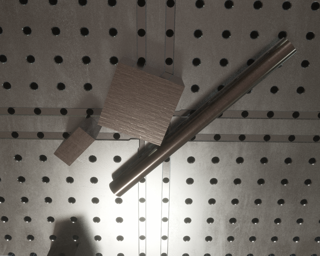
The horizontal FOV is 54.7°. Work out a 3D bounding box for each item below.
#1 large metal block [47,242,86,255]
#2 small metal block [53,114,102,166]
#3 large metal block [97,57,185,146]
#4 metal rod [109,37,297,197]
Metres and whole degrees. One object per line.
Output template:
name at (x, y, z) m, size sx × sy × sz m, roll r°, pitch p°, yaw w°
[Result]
large metal block at (-0.140, 0.237, 0.469) m, size 0.050 × 0.080 × 0.080 m, roll -15°, pitch 110°, yaw 5°
small metal block at (-0.106, 0.015, 0.404) m, size 0.025 × 0.050 × 0.050 m, roll 43°, pitch 104°, yaw -14°
large metal block at (-0.023, -0.035, 0.387) m, size 0.080 × 0.050 × 0.079 m, roll 20°, pitch 109°, yaw -8°
metal rod at (0.047, -0.006, 0.411) m, size 0.300 × 0.025 × 0.025 m, roll -41°, pitch 106°, yaw 13°
